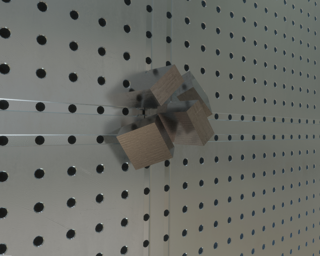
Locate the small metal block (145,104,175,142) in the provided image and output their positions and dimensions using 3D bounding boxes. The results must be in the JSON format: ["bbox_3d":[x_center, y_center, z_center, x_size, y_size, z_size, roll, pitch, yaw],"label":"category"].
[{"bbox_3d":[0.007,-0.006,0.414,0.050,0.025,0.050,1,89,-41],"label":"small metal block"}]

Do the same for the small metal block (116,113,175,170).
[{"bbox_3d":[-0.016,0.017,0.374,0.050,0.050,0.025,63,18,-21],"label":"small metal block"}]

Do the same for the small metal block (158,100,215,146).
[{"bbox_3d":[0.032,-0.006,0.386,0.025,0.050,0.050,-44,117,-32],"label":"small metal block"}]

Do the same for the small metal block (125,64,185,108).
[{"bbox_3d":[-0.007,-0.051,0.386,0.050,0.050,0.025,-48,119,-29],"label":"small metal block"}]

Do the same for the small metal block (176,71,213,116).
[{"bbox_3d":[0.046,-0.044,0.429,0.050,0.025,0.050,50,21,-28],"label":"small metal block"}]
